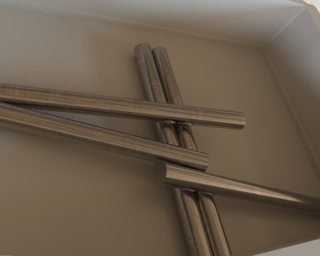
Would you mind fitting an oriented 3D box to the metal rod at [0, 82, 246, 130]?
[{"bbox_3d":[-0.034,-0.023,0.376,0.302,0.025,0.025,6,59,-18],"label":"metal rod"}]

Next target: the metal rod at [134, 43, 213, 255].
[{"bbox_3d":[0.010,0.013,0.401,0.025,0.025,0.299,-1,62,-29],"label":"metal rod"}]

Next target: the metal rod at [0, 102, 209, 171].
[{"bbox_3d":[-0.088,0.006,0.338,0.302,0.025,0.025,15,56,-14],"label":"metal rod"}]

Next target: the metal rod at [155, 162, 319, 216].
[{"bbox_3d":[0.131,0.086,0.402,0.302,0.025,0.025,16,55,-26],"label":"metal rod"}]

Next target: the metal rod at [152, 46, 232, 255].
[{"bbox_3d":[0.034,0.015,0.412,0.025,0.025,0.299,-1,62,-29],"label":"metal rod"}]
